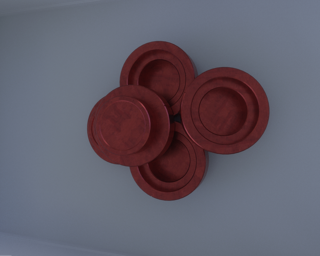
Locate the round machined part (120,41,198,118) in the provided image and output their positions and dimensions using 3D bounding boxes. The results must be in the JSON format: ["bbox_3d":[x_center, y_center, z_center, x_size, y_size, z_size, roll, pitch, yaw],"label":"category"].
[{"bbox_3d":[0.002,-0.058,0.399,0.098,0.042,0.097,0,90,19],"label":"round machined part"}]

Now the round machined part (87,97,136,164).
[{"bbox_3d":[-0.056,0.001,0.417,0.098,0.042,0.097,0,90,19],"label":"round machined part"}]

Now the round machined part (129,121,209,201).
[{"bbox_3d":[0.014,0.039,0.394,0.098,0.042,0.097,0,90,19],"label":"round machined part"}]

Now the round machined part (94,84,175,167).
[{"bbox_3d":[-0.036,-0.003,0.365,0.098,0.042,0.097,0,90,19],"label":"round machined part"}]

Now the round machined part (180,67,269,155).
[{"bbox_3d":[0.072,-0.019,0.363,0.099,0.042,0.097,0,87,-1],"label":"round machined part"}]
